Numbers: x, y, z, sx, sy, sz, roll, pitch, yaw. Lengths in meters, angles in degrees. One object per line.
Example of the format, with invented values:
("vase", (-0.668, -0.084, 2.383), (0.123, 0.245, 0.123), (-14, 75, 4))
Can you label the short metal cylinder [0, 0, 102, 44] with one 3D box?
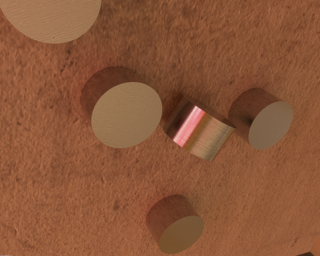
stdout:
("short metal cylinder", (-0.096, -0.119, 0.265), (0.081, 0.050, 0.079), (-14, 125, -21))

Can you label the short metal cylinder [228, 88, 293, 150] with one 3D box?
("short metal cylinder", (0.150, -0.014, 0.466), (0.081, 0.050, 0.079), (-14, 125, -21))

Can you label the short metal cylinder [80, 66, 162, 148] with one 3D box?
("short metal cylinder", (-0.045, -0.024, 0.353), (0.081, 0.050, 0.079), (-14, 125, -21))

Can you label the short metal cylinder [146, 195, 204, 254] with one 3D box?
("short metal cylinder", (0.024, 0.156, 0.502), (0.081, 0.050, 0.079), (-14, 125, -21))

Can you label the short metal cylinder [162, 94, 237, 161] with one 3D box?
("short metal cylinder", (0.051, -0.001, 0.400), (0.080, 0.080, 0.050), (22, 107, -37))
